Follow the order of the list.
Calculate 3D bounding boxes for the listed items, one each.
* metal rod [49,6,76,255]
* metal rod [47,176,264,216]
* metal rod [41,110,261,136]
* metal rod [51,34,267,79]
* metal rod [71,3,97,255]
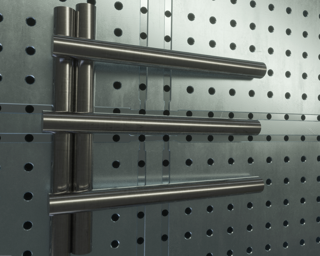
[{"bbox_3d":[-0.117,0.008,0.369,0.025,0.025,0.298,1,90,-20],"label":"metal rod"},{"bbox_3d":[0.014,0.085,0.404,0.303,0.025,0.025,1,90,-26],"label":"metal rod"},{"bbox_3d":[0.009,-0.004,0.401,0.303,0.025,0.025,1,90,-26],"label":"metal rod"},{"bbox_3d":[0.018,-0.089,0.405,0.303,0.025,0.025,1,90,-26],"label":"metal rod"},{"bbox_3d":[-0.093,0.001,0.378,0.025,0.025,0.298,1,90,-20],"label":"metal rod"}]
